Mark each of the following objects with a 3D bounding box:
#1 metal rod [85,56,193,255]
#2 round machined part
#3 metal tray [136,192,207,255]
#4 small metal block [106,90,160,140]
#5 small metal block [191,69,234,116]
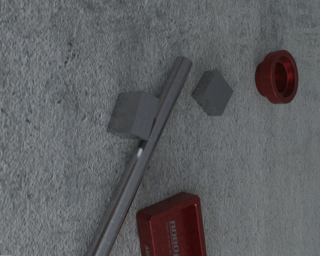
[{"bbox_3d":[-0.023,0.037,0.386,0.025,0.025,0.300,37,67,-34],"label":"metal rod"},{"bbox_3d":[0.214,-0.093,0.576,0.099,0.042,0.097,0,90,-40],"label":"round machined part"},{"bbox_3d":[0.020,0.163,0.420,0.091,0.030,0.129,-13,99,-39],"label":"metal tray"},{"bbox_3d":[-0.032,-0.014,0.363,0.025,0.050,0.050,25,74,-38],"label":"small metal block"},{"bbox_3d":[0.081,-0.053,0.475,0.050,0.025,0.050,44,63,-31],"label":"small metal block"}]
